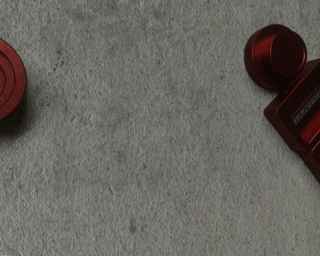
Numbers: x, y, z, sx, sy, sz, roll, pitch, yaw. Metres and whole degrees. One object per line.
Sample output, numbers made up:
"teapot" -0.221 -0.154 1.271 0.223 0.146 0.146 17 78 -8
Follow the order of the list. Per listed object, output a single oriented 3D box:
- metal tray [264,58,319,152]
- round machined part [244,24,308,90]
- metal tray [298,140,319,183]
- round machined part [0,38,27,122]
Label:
"metal tray" 0.238 -0.037 0.496 0.130 0.030 0.090 -45 104 -15
"round machined part" 0.181 -0.109 0.469 0.099 0.042 0.097 0 90 -21
"metal tray" 0.301 0.027 0.520 0.130 0.030 0.090 -44 104 -15
"round machined part" -0.194 -0.050 0.328 0.099 0.042 0.097 0 90 -21
